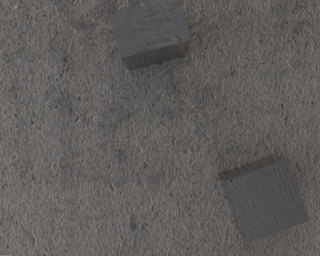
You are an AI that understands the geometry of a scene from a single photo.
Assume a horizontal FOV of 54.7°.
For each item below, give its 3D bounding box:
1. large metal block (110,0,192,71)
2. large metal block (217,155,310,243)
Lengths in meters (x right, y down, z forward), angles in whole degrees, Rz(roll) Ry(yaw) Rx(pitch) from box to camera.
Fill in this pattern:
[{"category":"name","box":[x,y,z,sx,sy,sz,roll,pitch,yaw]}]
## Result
[{"category":"large metal block","box":[-0.010,-0.112,0.382,0.080,0.080,0.050,-15,90,0]},{"category":"large metal block","box":[0.130,0.088,0.398,0.080,0.050,0.080,-20,90,0]}]
